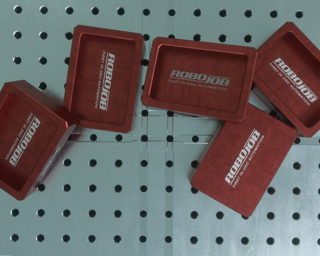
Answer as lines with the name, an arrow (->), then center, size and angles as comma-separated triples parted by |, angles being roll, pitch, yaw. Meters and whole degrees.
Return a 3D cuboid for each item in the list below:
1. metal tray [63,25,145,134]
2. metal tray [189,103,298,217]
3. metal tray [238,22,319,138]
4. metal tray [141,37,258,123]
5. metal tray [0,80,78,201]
metal tray -> -0.073, -0.062, 0.410 | 0.090, 0.030, 0.129 | 8, 90, 0
metal tray -> 0.108, 0.039, 0.412 | 0.090, 0.030, 0.130 | 30, 90, 0
metal tray -> 0.179, -0.062, 0.411 | 0.090, 0.030, 0.130 | -44, 90, 0
metal tray -> 0.049, -0.061, 0.393 | 0.130, 0.030, 0.090 | 11, 89, 16
metal tray -> -0.175, 0.016, 0.391 | 0.090, 0.030, 0.129 | 36, 106, 0
